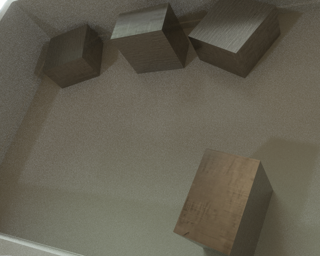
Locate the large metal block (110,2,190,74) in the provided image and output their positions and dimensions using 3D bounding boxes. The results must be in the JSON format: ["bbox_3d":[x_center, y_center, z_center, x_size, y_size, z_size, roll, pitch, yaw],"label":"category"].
[{"bbox_3d":[-0.012,-0.128,0.455,0.080,0.080,0.050,-2,61,27],"label":"large metal block"}]

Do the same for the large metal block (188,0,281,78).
[{"bbox_3d":[0.099,-0.124,0.414,0.080,0.050,0.080,34,81,38],"label":"large metal block"}]

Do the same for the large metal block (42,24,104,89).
[{"bbox_3d":[-0.151,-0.126,0.546,0.080,0.050,0.080,-14,56,20],"label":"large metal block"}]

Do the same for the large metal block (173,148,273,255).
[{"bbox_3d":[0.064,0.076,0.290,0.050,0.080,0.080,12,68,33],"label":"large metal block"}]
